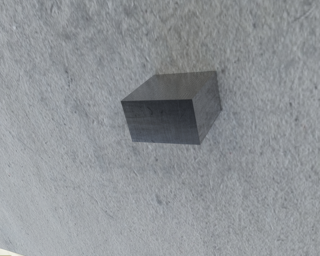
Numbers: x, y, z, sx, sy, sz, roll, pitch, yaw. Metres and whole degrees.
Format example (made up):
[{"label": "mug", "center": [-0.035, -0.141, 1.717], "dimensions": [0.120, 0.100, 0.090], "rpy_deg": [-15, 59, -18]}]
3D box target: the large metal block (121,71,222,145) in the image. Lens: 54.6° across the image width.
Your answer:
[{"label": "large metal block", "center": [0.016, -0.025, 0.348], "dimensions": [0.080, 0.080, 0.050], "rpy_deg": [1, 119, 28]}]
